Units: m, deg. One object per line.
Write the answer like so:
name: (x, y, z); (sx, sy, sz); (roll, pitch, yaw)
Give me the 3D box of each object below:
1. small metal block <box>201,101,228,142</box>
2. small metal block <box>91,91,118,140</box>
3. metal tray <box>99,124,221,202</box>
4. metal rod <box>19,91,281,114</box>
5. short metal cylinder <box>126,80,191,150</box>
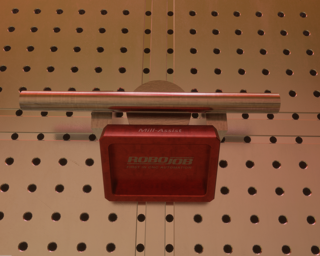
small metal block: (0.069, -0.012, 0.403); (0.025, 0.050, 0.050); (-1, 70, 0)
small metal block: (-0.071, -0.015, 0.404); (0.025, 0.050, 0.050); (-1, 70, 0)
metal tray: (0.000, 0.042, 0.364); (0.131, 0.089, 0.030); (0, 27, 0)
metal rod: (-0.012, -0.031, 0.369); (0.302, 0.025, 0.025); (1, 70, 0)
short metal cylinder: (-0.001, -0.015, 0.404); (0.081, 0.050, 0.080); (0, 70, 0)
